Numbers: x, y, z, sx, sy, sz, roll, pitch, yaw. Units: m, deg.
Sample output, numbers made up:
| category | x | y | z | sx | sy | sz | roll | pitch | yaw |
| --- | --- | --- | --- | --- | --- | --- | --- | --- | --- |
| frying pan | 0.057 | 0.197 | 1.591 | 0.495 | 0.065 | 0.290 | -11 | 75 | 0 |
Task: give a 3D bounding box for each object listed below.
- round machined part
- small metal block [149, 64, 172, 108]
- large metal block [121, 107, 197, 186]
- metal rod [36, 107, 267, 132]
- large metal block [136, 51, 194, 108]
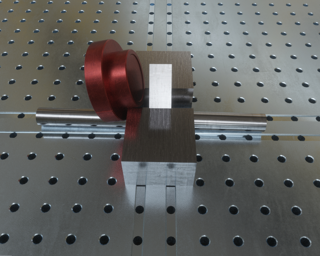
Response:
| category | x | y | z | sx | sy | sz | roll | pitch | yaw |
| --- | --- | --- | --- | --- | --- | --- | --- | --- | --- |
| round machined part | -0.048 | -0.057 | 0.370 | 0.042 | 0.098 | 0.098 | -6 | 49 | 14 |
| small metal block | 0.001 | -0.050 | 0.376 | 0.025 | 0.050 | 0.050 | 1 | 6 | 0 |
| large metal block | 0.000 | 0.022 | 0.373 | 0.080 | 0.050 | 0.080 | 1 | 50 | 1 |
| metal rod | -0.012 | -0.011 | 0.417 | 0.302 | 0.025 | 0.025 | 2 | 50 | 1 |
| large metal block | 0.004 | -0.066 | 0.447 | 0.081 | 0.050 | 0.080 | 1 | 50 | 0 |
